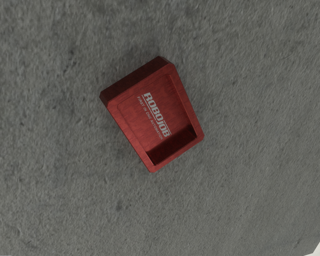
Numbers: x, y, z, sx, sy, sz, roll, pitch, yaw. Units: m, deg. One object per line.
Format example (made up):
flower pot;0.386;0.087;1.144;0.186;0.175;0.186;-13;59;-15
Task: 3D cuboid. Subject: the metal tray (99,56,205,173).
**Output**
metal tray;-0.005;-0.013;0.392;0.090;0.030;0.130;-34;129;-6
